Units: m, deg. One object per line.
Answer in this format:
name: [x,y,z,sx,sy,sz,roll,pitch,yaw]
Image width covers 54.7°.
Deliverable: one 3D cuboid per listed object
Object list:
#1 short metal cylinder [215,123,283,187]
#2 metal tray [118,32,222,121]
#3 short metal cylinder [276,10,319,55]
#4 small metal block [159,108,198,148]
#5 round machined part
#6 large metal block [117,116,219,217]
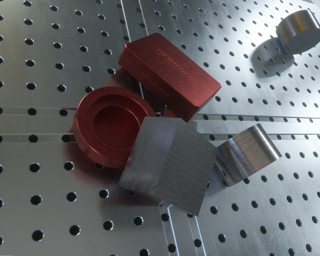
short metal cylinder: [0.112,0.036,0.411,0.081,0.080,0.050,-21,73,-36]
metal tray: [0.016,-0.077,0.443,0.130,0.030,0.091,42,41,7]
short metal cylinder: [0.293,-0.200,0.652,0.081,0.080,0.050,1,62,-28]
small metal block: [0.019,0.008,0.413,0.050,0.025,0.050,23,53,-14]
round machined part: [-0.053,0.003,0.367,0.099,0.042,0.098,13,56,-21]
large metal block: [0.012,0.042,0.337,0.080,0.050,0.080,36,67,-43]
